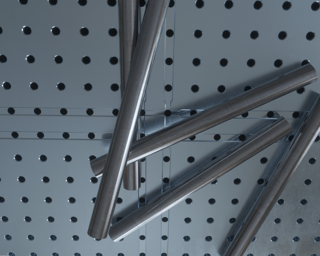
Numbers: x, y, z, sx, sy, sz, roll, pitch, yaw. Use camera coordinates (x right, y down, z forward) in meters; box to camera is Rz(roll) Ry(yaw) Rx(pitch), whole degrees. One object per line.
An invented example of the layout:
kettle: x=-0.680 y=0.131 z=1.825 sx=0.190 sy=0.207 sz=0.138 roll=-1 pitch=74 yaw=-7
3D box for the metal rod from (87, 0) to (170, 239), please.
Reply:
metal rod: x=-0.037 y=-0.014 z=0.367 sx=0.025 sy=0.025 sz=0.298 roll=15 pitch=94 yaw=-6

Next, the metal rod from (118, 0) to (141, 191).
metal rod: x=-0.038 y=-0.057 z=0.391 sx=0.025 sy=0.025 sz=0.298 roll=1 pitch=110 yaw=-1

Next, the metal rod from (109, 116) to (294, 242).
metal rod: x=0.050 y=0.078 z=0.442 sx=0.300 sy=0.025 sz=0.025 roll=-35 pitch=107 yaw=11

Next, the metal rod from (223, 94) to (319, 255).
metal rod: x=0.163 y=0.091 z=0.449 sx=0.025 sy=0.025 sz=0.298 roll=21 pitch=109 yaw=-8

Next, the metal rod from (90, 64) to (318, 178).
metal rod: x=0.054 y=-0.008 z=0.394 sx=0.301 sy=0.025 sz=0.025 roll=-24 pitch=109 yaw=1
